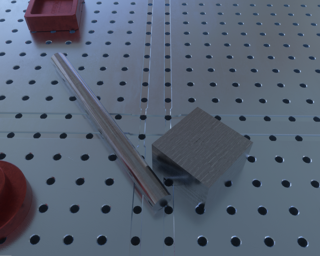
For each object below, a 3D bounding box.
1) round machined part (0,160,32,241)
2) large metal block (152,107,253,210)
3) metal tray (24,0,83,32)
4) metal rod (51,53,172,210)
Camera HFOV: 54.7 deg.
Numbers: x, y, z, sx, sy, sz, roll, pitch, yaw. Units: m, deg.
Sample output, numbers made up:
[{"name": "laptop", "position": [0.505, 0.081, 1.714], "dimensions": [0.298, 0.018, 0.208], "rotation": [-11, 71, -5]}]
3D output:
[{"name": "round machined part", "position": [-0.195, 0.074, 0.332], "dimensions": [0.099, 0.042, 0.098], "rotation": [0, 50, 0]}, {"name": "large metal block", "position": [0.048, 0.033, 0.364], "dimensions": [0.080, 0.050, 0.080], "rotation": [36, 58, 26]}, {"name": "metal tray", "position": [-0.201, -0.238, 0.601], "dimensions": [0.091, 0.030, 0.130], "rotation": [-3, 50, -3]}, {"name": "metal rod", "position": [-0.080, -0.014, 0.418], "dimensions": [0.025, 0.025, 0.300], "rotation": [-27, 55, -21]}]
